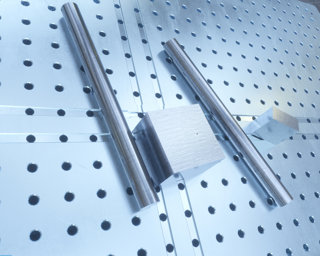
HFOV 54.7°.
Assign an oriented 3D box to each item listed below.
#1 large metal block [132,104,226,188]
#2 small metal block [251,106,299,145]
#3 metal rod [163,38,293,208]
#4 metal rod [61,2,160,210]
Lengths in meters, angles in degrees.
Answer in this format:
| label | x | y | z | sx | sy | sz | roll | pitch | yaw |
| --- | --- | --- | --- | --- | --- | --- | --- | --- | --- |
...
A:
| label | x | y | z | sx | sy | sz | roll | pitch | yaw |
| --- | --- | --- | --- | --- | --- | --- | --- | --- | --- |
| large metal block | 0.023 | 0.020 | 0.394 | 0.081 | 0.050 | 0.080 | -11 | 68 | -33 |
| small metal block | 0.183 | -0.002 | 0.495 | 0.050 | 0.050 | 0.025 | 24 | 53 | -14 |
| metal rod | 0.097 | -0.015 | 0.471 | 0.025 | 0.025 | 0.299 | -25 | 76 | -37 |
| metal rod | -0.070 | -0.041 | 0.396 | 0.025 | 0.025 | 0.299 | -12 | 68 | -33 |
